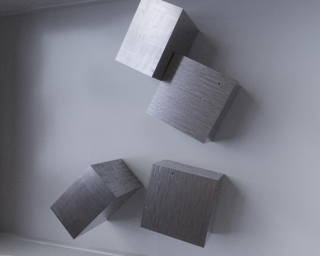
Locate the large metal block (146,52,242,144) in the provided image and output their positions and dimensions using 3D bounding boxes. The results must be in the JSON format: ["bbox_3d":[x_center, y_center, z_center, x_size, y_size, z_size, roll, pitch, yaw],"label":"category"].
[{"bbox_3d":[0.043,-0.036,0.382,0.080,0.050,0.080,29,99,17],"label":"large metal block"}]

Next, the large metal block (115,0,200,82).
[{"bbox_3d":[0.000,-0.103,0.381,0.050,0.080,0.080,28,99,17],"label":"large metal block"}]

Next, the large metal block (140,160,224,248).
[{"bbox_3d":[0.029,0.090,0.386,0.080,0.050,0.079,12,94,19],"label":"large metal block"}]

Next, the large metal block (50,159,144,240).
[{"bbox_3d":[-0.080,0.089,0.408,0.080,0.080,0.050,-46,76,14],"label":"large metal block"}]
